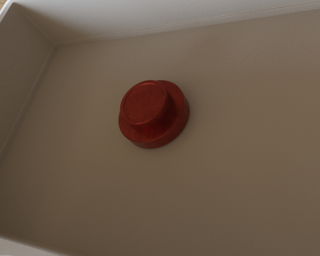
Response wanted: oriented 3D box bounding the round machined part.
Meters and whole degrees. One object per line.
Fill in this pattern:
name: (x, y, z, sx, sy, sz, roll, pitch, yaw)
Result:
round machined part: (-0.014, -0.025, 0.414, 0.098, 0.042, 0.098, -13, 56, 21)
